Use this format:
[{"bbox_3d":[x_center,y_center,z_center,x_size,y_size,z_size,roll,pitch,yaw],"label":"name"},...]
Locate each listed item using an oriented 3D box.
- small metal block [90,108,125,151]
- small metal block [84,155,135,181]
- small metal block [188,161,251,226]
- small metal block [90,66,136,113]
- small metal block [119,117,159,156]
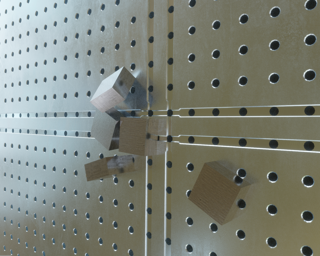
[{"bbox_3d":[-0.077,-0.001,0.471,0.050,0.025,0.050,35,119,34],"label":"small metal block"},{"bbox_3d":[-0.074,0.059,0.455,0.050,0.050,0.025,-20,77,38],"label":"small metal block"},{"bbox_3d":[0.067,0.073,0.355,0.050,0.025,0.050,34,111,35],"label":"small metal block"},{"bbox_3d":[-0.068,-0.055,0.449,0.050,0.025,0.050,-25,33,37],"label":"small metal block"},{"bbox_3d":[-0.030,0.011,0.436,0.050,0.025,0.050,6,94,40],"label":"small metal block"}]
